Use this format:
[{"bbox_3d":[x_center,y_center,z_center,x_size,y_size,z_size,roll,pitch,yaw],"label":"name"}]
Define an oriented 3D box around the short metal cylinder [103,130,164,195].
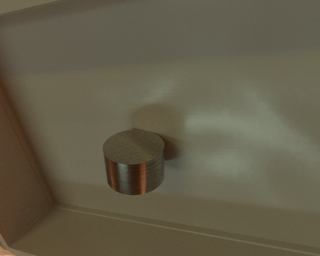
[{"bbox_3d":[-0.034,0.044,0.419,0.080,0.080,0.050,13,124,21],"label":"short metal cylinder"}]
